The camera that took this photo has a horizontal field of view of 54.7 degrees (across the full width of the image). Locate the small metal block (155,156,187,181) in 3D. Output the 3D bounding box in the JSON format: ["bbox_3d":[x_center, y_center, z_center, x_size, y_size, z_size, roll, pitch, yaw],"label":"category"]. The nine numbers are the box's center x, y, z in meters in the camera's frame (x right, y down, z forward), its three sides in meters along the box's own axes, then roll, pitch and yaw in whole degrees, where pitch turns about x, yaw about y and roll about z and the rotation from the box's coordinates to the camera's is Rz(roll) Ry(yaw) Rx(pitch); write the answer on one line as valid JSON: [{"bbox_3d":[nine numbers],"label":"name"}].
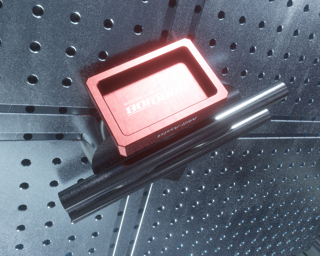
[{"bbox_3d":[0.013,0.047,0.448,0.050,0.025,0.050,16,110,-35],"label":"small metal block"}]

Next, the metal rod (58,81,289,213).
[{"bbox_3d":[0.026,0.016,0.371,0.302,0.025,0.025,-27,128,-12],"label":"metal rod"}]

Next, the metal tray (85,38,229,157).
[{"bbox_3d":[-0.003,-0.037,0.344,0.131,0.090,0.030,-26,160,-13],"label":"metal tray"}]

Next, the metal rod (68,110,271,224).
[{"bbox_3d":[0.021,0.044,0.418,0.302,0.025,0.025,-26,128,-13],"label":"metal rod"}]

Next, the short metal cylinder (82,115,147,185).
[{"bbox_3d":[-0.051,0.024,0.383,0.081,0.050,0.079,-14,125,-21],"label":"short metal cylinder"}]

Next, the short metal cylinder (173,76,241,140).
[{"bbox_3d":[0.060,-0.030,0.412,0.081,0.050,0.079,-14,125,-21],"label":"short metal cylinder"}]
